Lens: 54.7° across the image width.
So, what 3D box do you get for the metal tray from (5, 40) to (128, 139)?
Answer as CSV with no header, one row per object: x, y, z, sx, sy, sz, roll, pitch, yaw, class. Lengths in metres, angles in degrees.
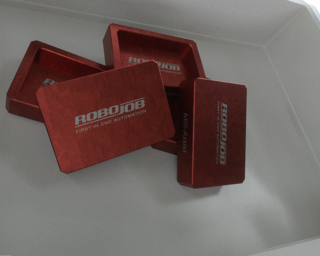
-0.101,-0.043,0.371,0.131,0.030,0.090,18,55,-18,metal tray

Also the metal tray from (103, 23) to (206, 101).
-0.005,-0.084,0.412,0.131,0.030,0.090,3,60,-27,metal tray

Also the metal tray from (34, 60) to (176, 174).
-0.056,-0.015,0.337,0.131,0.030,0.089,-18,101,-19,metal tray

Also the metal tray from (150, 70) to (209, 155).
0.038,-0.023,0.436,0.091,0.030,0.130,18,55,-18,metal tray

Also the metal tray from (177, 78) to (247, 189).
0.068,0.007,0.393,0.091,0.030,0.129,2,89,-34,metal tray
